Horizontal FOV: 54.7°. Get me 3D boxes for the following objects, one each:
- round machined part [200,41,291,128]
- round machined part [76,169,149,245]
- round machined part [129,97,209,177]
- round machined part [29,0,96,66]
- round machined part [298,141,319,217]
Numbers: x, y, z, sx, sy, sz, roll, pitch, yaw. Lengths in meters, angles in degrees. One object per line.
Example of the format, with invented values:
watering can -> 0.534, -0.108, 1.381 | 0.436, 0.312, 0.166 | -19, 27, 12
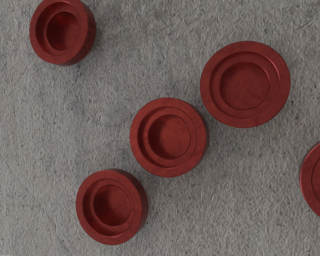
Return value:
round machined part -> 0.100, -0.049, 0.365 | 0.098, 0.042, 0.097 | 0, 90, 20
round machined part -> -0.061, 0.103, 0.421 | 0.098, 0.042, 0.097 | 0, 90, 20
round machined part -> 0.014, 0.011, 0.395 | 0.098, 0.042, 0.097 | 0, 90, 20
round machined part -> -0.134, -0.138, 0.447 | 0.098, 0.042, 0.097 | 0, 90, 20
round machined part -> 0.201, 0.054, 0.329 | 0.098, 0.042, 0.097 | 0, 90, 20
